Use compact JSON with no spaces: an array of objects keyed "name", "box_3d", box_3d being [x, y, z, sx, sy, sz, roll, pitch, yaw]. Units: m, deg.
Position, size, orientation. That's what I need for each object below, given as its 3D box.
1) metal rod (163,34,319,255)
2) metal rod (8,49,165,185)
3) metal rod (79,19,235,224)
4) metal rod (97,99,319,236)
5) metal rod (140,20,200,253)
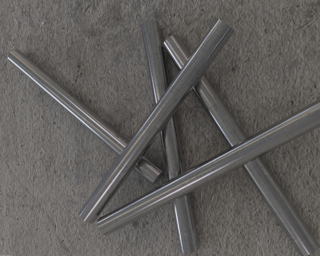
[{"name":"metal rod","box_3d":[0.091,0.012,0.376,0.025,0.025,0.299,-35,79,17]},{"name":"metal rod","box_3d":[-0.115,-0.024,0.449,0.300,0.025,0.025,38,102,16]},{"name":"metal rod","box_3d":[-0.011,0.001,0.385,0.025,0.025,0.299,40,102,15]},{"name":"metal rod","box_3d":[0.049,0.055,0.363,0.300,0.025,0.025,-31,80,17]},{"name":"metal rod","box_3d":[0.012,0.008,0.404,0.025,0.025,0.298,-11,86,19]}]
